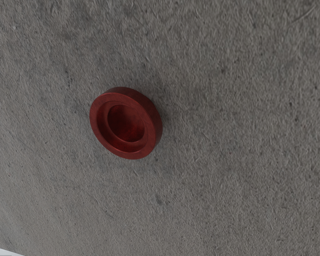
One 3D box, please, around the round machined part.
[{"bbox_3d":[-0.041,-0.010,0.412,0.098,0.042,0.097,13,124,21],"label":"round machined part"}]
